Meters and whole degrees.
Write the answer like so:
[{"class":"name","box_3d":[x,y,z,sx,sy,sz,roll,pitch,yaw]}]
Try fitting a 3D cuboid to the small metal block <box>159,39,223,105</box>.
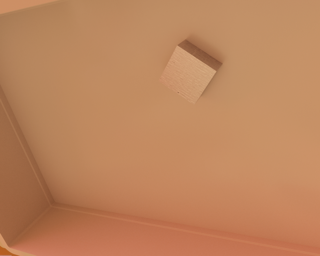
[{"class":"small metal block","box_3d":[0.034,-0.063,0.352,0.050,0.025,0.050,35,129,5]}]
